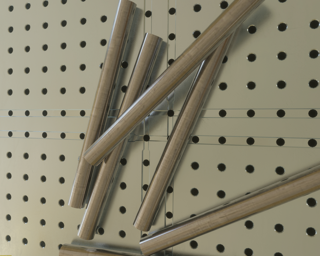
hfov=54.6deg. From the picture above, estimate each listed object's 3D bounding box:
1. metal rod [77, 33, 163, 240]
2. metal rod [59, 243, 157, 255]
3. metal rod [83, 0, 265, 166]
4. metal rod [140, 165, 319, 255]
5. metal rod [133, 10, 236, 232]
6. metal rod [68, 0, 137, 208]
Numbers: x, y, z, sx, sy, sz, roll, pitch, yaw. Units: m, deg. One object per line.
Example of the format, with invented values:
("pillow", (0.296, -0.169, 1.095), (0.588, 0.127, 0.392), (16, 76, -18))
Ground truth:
("metal rod", (-0.058, 0.017, 0.433), (0.025, 0.025, 0.299), (22, 97, 18))
("metal rod", (-0.002, 0.184, 0.413), (0.301, 0.025, 0.025), (-1, 90, 20))
("metal rod", (0.012, -0.059, 0.380), (0.299, 0.025, 0.025), (-44, 77, 14))
("metal rod", (0.106, 0.094, 0.375), (0.300, 0.025, 0.025), (-28, 81, 17))
("metal rod", (0.031, -0.003, 0.401), (0.025, 0.025, 0.299), (25, 98, 18))
("metal rod", (-0.084, -0.030, 0.442), (0.025, 0.025, 0.298), (17, 96, 19))
